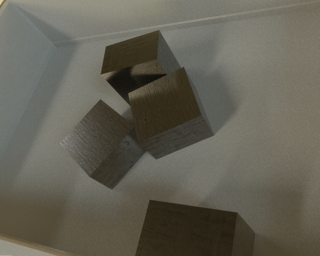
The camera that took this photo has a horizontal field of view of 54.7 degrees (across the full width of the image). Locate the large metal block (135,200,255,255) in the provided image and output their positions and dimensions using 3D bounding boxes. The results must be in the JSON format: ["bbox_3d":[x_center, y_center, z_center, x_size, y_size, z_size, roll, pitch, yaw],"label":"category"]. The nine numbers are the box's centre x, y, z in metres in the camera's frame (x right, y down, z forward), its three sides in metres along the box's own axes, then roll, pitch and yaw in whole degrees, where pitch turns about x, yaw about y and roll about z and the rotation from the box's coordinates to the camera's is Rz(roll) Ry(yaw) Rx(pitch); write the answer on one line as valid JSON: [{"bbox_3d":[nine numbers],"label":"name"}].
[{"bbox_3d":[0.037,0.107,0.285,0.080,0.080,0.050,1,62,28],"label":"large metal block"}]

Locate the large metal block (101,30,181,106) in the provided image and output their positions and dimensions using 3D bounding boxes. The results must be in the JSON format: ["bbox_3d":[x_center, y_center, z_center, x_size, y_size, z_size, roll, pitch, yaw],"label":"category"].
[{"bbox_3d":[-0.022,-0.079,0.429,0.080,0.080,0.050,-10,58,22],"label":"large metal block"}]

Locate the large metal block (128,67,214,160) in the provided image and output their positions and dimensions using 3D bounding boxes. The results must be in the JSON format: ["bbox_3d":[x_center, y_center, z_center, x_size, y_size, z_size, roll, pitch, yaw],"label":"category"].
[{"bbox_3d":[0.013,-0.018,0.393,0.080,0.050,0.080,-24,53,13],"label":"large metal block"}]

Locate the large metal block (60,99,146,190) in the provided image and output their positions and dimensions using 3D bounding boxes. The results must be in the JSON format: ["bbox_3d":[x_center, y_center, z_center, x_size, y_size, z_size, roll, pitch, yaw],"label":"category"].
[{"bbox_3d":[-0.072,0.021,0.413,0.080,0.050,0.080,-49,52,-6],"label":"large metal block"}]
